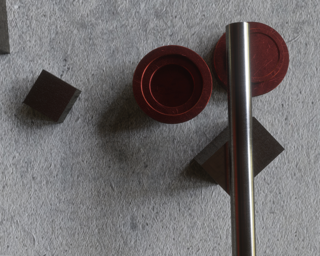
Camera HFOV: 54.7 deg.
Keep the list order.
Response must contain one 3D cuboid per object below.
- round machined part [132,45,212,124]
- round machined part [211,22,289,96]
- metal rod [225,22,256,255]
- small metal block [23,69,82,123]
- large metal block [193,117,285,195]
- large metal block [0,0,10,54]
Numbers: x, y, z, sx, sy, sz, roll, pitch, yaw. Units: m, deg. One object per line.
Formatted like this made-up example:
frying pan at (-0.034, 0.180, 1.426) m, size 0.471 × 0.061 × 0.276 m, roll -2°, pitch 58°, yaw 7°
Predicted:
round machined part at (0.015, -0.054, 0.401) m, size 0.099 × 0.042 × 0.097 m, roll 0°, pitch 90°, yaw 0°
round machined part at (0.119, -0.090, 0.402) m, size 0.099 × 0.042 × 0.097 m, roll 0°, pitch 90°, yaw 0°
metal rod at (0.087, 0.040, 0.330) m, size 0.025 × 0.025 × 0.298 m, roll -2°, pitch 90°, yaw 0°
small metal block at (-0.141, -0.041, 0.409) m, size 0.050 × 0.025 × 0.050 m, roll 31°, pitch 90°, yaw 0°
large metal block at (0.092, 0.032, 0.383) m, size 0.080 × 0.080 × 0.050 m, roll -43°, pitch 90°, yaw 0°
large metal block at (-0.232, -0.138, 0.380) m, size 0.050 × 0.080 × 0.080 m, roll -5°, pitch 90°, yaw 0°
